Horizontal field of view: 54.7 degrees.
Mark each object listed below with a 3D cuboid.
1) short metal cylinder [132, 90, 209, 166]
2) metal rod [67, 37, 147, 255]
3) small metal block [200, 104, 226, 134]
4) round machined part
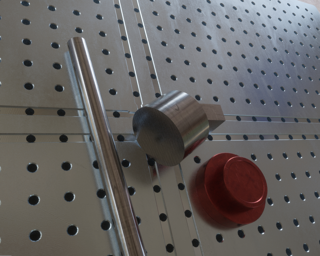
[{"bbox_3d":[0.013,0.000,0.381,0.080,0.080,0.050,50,51,6],"label":"short metal cylinder"},{"bbox_3d":[-0.066,0.017,0.363,0.025,0.025,0.299,-6,65,-31],"label":"metal rod"},{"bbox_3d":[0.053,-0.010,0.429,0.050,0.050,0.025,1,62,-28],"label":"small metal block"},{"bbox_3d":[0.101,0.077,0.407,0.099,0.042,0.098,14,56,-21],"label":"round machined part"}]
